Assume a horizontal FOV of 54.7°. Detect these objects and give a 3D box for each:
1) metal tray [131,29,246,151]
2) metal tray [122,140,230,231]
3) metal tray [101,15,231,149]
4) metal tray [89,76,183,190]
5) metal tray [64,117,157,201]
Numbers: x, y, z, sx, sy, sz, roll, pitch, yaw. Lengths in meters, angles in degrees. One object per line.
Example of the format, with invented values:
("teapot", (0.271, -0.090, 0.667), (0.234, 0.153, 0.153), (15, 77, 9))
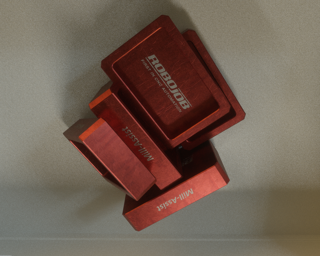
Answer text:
("metal tray", (0.036, -0.046, 0.392), (0.090, 0.030, 0.130), (-32, 106, 12))
("metal tray", (0.017, 0.068, 0.400), (0.130, 0.090, 0.030), (-31, 108, 10))
("metal tray", (0.008, -0.050, 0.356), (0.090, 0.030, 0.130), (-35, 106, 12))
("metal tray", (-0.024, 0.002, 0.374), (0.030, 0.090, 0.130), (-35, 107, 12))
("metal tray", (-0.065, 0.032, 0.366), (0.030, 0.130, 0.090), (-44, 107, -17))
